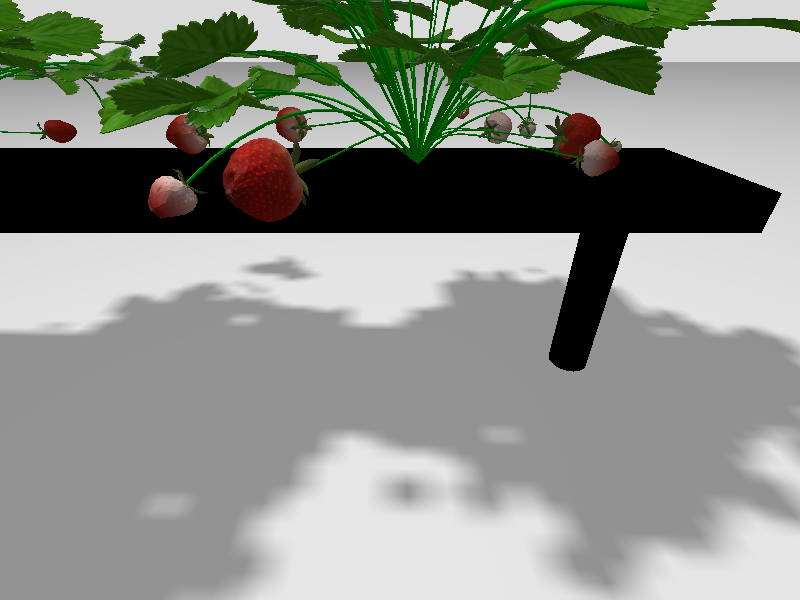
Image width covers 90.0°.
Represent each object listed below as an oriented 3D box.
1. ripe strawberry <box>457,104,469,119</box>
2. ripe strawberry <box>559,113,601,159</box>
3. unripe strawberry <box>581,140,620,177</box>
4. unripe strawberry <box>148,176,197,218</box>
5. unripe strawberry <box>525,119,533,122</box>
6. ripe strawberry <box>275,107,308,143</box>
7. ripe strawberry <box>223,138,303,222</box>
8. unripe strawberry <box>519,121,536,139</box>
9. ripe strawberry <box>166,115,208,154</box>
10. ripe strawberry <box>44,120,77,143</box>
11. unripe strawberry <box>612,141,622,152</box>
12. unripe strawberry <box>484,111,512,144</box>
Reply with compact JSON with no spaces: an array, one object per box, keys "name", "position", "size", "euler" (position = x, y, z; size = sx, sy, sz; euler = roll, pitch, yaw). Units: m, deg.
[{"name":"ripe strawberry","position":[0.086,-0.257,0.546],"size":[0.017,0.020,0.019],"euler":[9,10,13]},{"name":"ripe strawberry","position":[0.154,-0.140,0.344],"size":[0.036,0.037,0.033],"euler":[-3,32,-6]},{"name":"unripe strawberry","position":[0.152,-0.107,0.303],"size":[0.027,0.026,0.025],"euler":[9,33,12]},{"name":"unripe strawberry","position":[-0.129,-0.056,0.224],"size":[0.026,0.023,0.023],"euler":[30,-21,39]},{"name":"unripe strawberry","position":[0.146,-0.202,0.459],"size":[0.010,0.011,0.011],"euler":[25,40,34]},{"name":"ripe strawberry","position":[-0.115,-0.182,0.417],"size":[0.035,0.035,0.033],"euler":[22,38,31]},{"name":"ripe strawberry","position":[-0.075,-0.063,0.216],"size":[0.038,0.043,0.041],"euler":[20,38,28]},{"name":"unripe strawberry","position":[0.138,-0.183,0.433],"size":[0.017,0.018,0.018],"euler":[30,-7,38]},{"name":"ripe strawberry","position":[-0.197,-0.152,0.367],"size":[0.035,0.034,0.032],"euler":[3,32,11]},{"name":"ripe strawberry","position":[-0.344,-0.171,0.406],"size":[0.026,0.022,0.026],"euler":[-26,40,-36]},{"name":"unripe strawberry","position":[0.198,-0.140,0.367],"size":[0.011,0.011,0.010],"euler":[-3,32,-11]},{"name":"unripe strawberry","position":[0.102,-0.177,0.411],"size":[0.029,0.031,0.032],"euler":[27,40,36]}]
